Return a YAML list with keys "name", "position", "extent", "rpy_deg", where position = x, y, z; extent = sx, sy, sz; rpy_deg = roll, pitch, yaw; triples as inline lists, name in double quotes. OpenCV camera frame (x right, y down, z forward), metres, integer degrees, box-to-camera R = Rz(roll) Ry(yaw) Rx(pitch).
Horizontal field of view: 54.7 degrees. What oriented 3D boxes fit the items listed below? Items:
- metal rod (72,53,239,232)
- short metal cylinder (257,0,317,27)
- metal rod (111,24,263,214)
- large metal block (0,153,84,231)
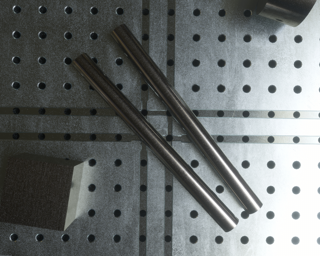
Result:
- name: "metal rod"
  position: [-0.006, 0.019, 0.413]
  extent: [0.025, 0.025, 0.300]
  rpy_deg: [-43, 90, 0]
- name: "short metal cylinder"
  position: [0.162, -0.174, 0.387]
  extent: [0.050, 0.080, 0.080]
  rpy_deg: [19, 90, 0]
- name: "metal rod"
  position: [0.036, -0.012, 0.413]
  extent: [0.025, 0.025, 0.300]
  rpy_deg: [-38, 90, 0]
- name: "large metal block"
  position: [-0.150, 0.080, 0.400]
  extent: [0.080, 0.050, 0.080]
  rpy_deg: [9, 90, 0]
